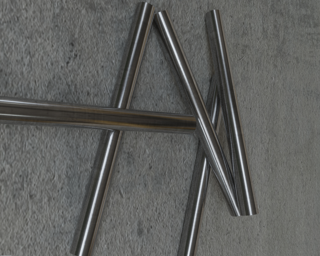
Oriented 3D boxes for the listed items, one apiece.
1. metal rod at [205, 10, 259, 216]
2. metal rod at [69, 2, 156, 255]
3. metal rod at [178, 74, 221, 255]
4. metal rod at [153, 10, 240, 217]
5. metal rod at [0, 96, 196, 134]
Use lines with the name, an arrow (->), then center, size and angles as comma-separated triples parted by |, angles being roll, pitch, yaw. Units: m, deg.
metal rod -> 0.101, -0.029, 0.447 | 0.025, 0.025, 0.299 | 1, 77, -40
metal rod -> -0.051, -0.008, 0.361 | 0.025, 0.025, 0.299 | 22, 76, -38
metal rod -> 0.063, 0.064, 0.457 | 0.025, 0.025, 0.299 | 20, 77, -38
metal rod -> 0.057, -0.013, 0.428 | 0.025, 0.025, 0.299 | -30, 102, -36
metal rod -> -0.089, -0.013, 0.305 | 0.302, 0.025, 0.025 | 4, 88, -33
